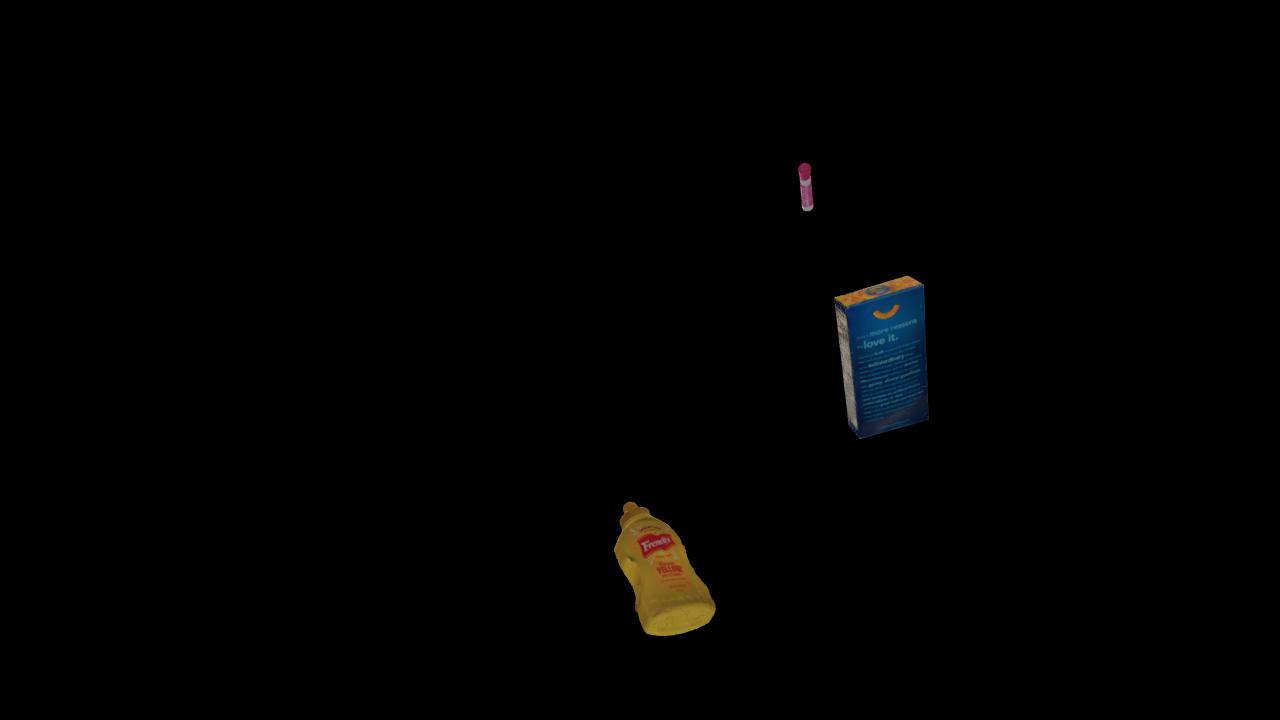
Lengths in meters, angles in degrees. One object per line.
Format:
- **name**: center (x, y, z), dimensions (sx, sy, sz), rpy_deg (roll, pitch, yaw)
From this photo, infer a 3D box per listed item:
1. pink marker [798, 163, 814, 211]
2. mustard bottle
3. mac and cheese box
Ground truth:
- **pink marker**: center (0.263, -0.274, 0.975), dimensions (0.020, 0.020, 0.121), rpy_deg (0, -16, 18)
- **mustard bottle**: center (0.016, 0.247, 0.766), dimensions (0.092, 0.054, 0.184), rpy_deg (-3, 34, -22)
- **mac and cheese box**: center (0.288, 0.001, 0.729), dimensions (0.093, 0.184, 0.041), rpy_deg (-16, 27, 0)
